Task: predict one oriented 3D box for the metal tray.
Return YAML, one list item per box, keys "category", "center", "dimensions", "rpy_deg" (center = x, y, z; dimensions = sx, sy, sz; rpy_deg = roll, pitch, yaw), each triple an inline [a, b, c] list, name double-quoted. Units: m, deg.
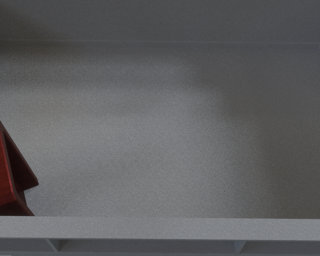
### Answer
- category: "metal tray"
  center: [-0.140, 0.064, 0.299]
  dimensions: [0.030, 0.129, 0.090]
  rpy_deg: [-21, 54, -16]
